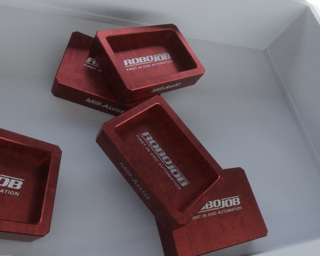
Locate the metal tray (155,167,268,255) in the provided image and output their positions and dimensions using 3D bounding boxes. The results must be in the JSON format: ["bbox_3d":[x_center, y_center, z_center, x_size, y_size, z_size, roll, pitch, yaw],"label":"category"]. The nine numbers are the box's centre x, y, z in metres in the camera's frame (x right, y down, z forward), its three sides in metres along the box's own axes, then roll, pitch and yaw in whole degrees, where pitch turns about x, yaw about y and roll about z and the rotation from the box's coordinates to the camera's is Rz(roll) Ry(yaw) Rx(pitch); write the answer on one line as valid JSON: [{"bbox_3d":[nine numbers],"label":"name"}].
[{"bbox_3d":[0.059,0.100,0.373,0.131,0.030,0.090,-2,63,-29],"label":"metal tray"}]

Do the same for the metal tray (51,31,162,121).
[{"bbox_3d":[-0.063,-0.064,0.407,0.131,0.030,0.090,18,55,-18],"label":"metal tray"}]

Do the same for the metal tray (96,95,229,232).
[{"bbox_3d":[0.004,0.034,0.344,0.091,0.030,0.130,-34,81,-38],"label":"metal tray"}]

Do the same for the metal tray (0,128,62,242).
[{"bbox_3d":[-0.157,0.043,0.267,0.131,0.030,0.090,23,51,-36],"label":"metal tray"}]

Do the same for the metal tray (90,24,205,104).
[{"bbox_3d":[-0.013,-0.090,0.410,0.131,0.030,0.090,-19,72,-36],"label":"metal tray"}]
